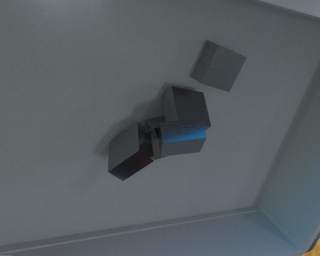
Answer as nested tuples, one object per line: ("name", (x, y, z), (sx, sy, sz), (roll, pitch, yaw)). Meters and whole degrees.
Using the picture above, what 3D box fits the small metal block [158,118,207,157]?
("small metal block", (0.025, 0.012, 0.374), (0.050, 0.025, 0.050), (-6, 157, -5))

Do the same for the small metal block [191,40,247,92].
("small metal block", (0.076, -0.079, 0.401), (0.050, 0.025, 0.050), (11, 113, -33))

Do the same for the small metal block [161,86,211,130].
("small metal block", (0.033, -0.022, 0.394), (0.050, 0.050, 0.025), (7, 152, -32))

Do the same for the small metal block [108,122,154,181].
("small metal block", (-0.036, 0.029, 0.379), (0.050, 0.050, 0.025), (-35, 126, 22))

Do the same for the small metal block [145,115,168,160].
("small metal block", (0.008, 0.011, 0.419), (0.050, 0.025, 0.050), (-14, 124, -21))
